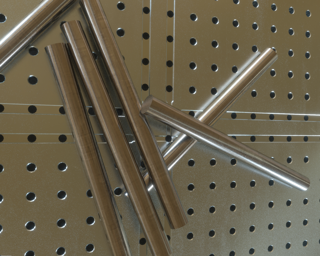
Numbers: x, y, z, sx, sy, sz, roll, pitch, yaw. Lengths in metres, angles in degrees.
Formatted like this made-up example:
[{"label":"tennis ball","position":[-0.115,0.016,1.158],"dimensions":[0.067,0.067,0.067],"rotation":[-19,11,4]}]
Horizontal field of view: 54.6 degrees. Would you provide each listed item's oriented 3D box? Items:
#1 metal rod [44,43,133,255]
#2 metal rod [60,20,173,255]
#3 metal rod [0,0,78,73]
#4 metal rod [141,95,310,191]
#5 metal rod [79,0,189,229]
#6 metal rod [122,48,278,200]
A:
[{"label":"metal rod","position":[-0.082,0.046,0.382],"dimensions":[0.025,0.025,0.299],"rotation":[-18,96,-19]},{"label":"metal rod","position":[-0.052,0.015,0.375],"dimensions":[0.025,0.025,0.299],"rotation":[-22,91,-19]},{"label":"metal rod","position":[-0.158,-0.104,0.353],"dimensions":[0.025,0.025,0.300],"rotation":[44,76,-15]},{"label":"metal rod","position":[0.107,0.030,0.431],"dimensions":[0.301,0.025,0.025],"rotation":[26,82,-26]},{"label":"metal rod","position":[-0.032,-0.019,0.383],"dimensions":[0.025,0.025,0.299],"rotation":[-22,91,-19]},{"label":"metal rod","position":[0.065,-0.011,0.436],"dimensions":[0.301,0.025,0.025],"rotation":[-44,104,-15]}]
